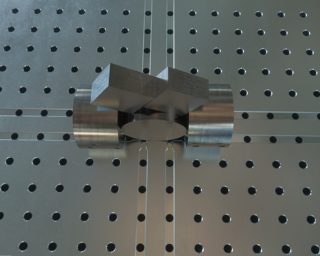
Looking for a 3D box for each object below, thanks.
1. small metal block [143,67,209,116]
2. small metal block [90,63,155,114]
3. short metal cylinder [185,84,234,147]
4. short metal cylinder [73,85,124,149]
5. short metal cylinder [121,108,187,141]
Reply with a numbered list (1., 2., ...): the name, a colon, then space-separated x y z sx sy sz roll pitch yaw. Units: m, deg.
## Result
1. small metal block: 0.017 -0.037 0.330 0.050 0.050 0.025 12 67 -29
2. small metal block: -0.040 -0.040 0.326 0.050 0.050 0.025 12 67 -29
3. short metal cylinder: 0.059 -0.015 0.388 0.050 0.080 0.080 0 70 1
4. short metal cylinder: -0.072 -0.014 0.386 0.050 0.080 0.080 1 70 1
5. short metal cylinder: -0.007 -0.019 0.389 0.081 0.080 0.050 1 70 0
